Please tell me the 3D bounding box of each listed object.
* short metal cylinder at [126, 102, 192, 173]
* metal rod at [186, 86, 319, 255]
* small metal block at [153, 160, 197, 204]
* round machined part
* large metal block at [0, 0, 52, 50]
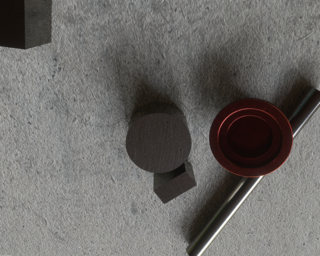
[{"bbox_3d":[-0.002,0.011,0.401,0.081,0.050,0.079,0,110,-1],"label":"short metal cylinder"},{"bbox_3d":[0.127,0.074,0.438,0.025,0.025,0.298,29,107,-11],"label":"metal rod"},{"bbox_3d":[0.019,0.069,0.422,0.050,0.050,0.025,-33,107,11],"label":"small metal block"},{"bbox_3d":[0.115,0.010,0.396,0.098,0.042,0.097,3,102,15],"label":"round machined part"},{"bbox_3d":[-0.171,-0.120,0.334,0.081,0.080,0.050,7,110,-3],"label":"large metal block"}]
